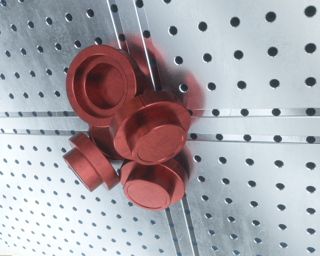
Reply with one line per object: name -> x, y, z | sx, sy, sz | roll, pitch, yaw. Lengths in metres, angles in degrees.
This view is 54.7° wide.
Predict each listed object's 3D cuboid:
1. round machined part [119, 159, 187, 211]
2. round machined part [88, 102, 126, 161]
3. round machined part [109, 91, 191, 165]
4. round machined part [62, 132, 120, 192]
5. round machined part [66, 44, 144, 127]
round machined part -> -0.013, 0.080, 0.439 | 0.098, 0.042, 0.097 | 10, 133, 11
round machined part -> -0.060, 0.007, 0.433 | 0.098, 0.042, 0.097 | 13, 124, 20
round machined part -> -0.007, 0.007, 0.369 | 0.042, 0.099, 0.097 | 61, 141, 39
round machined part -> -0.107, 0.056, 0.458 | 0.098, 0.042, 0.098 | 43, 159, 22
round machined part -> -0.064, -0.052, 0.386 | 0.098, 0.042, 0.097 | 3, 99, 22
